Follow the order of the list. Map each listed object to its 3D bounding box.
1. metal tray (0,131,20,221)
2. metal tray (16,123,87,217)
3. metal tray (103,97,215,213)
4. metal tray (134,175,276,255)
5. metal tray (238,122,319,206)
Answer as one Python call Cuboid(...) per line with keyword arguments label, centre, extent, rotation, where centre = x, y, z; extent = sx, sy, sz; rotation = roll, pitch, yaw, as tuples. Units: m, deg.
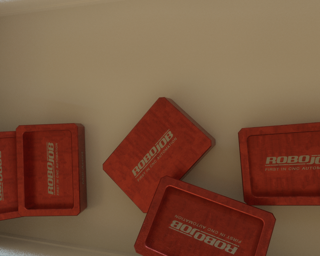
Cuboid(label="metal tray", centre=(-0.245, 0.071, 0.462), extent=(0.030, 0.091, 0.129), rotation=(-6, 87, 63))
Cuboid(label="metal tray", centre=(-0.156, 0.059, 0.449), extent=(0.091, 0.030, 0.129), rotation=(-2, 89, 5))
Cuboid(label="metal tray", centre=(-0.003, 0.035, 0.408), extent=(0.090, 0.030, 0.130), rotation=(44, 103, 14))
Cuboid(label="metal tray", centre=(0.049, 0.116, 0.341), extent=(0.130, 0.030, 0.090), rotation=(17, 73, 18))
Cuboid(label="metal tray", centre=(0.160, 0.040, 0.351), extent=(0.130, 0.030, 0.089), rotation=(-5, 88, 19))
